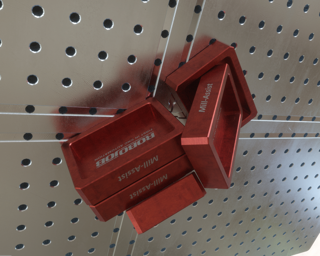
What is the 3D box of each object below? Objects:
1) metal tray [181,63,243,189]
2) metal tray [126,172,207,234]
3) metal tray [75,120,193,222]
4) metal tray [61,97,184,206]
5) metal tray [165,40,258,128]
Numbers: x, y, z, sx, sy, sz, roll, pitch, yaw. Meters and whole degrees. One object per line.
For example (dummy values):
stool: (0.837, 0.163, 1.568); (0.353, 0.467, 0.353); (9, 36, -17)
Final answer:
metal tray: (0.069, -0.004, 0.375); (0.090, 0.030, 0.130); (61, 37, -39)
metal tray: (0.000, 0.092, 0.410); (0.090, 0.130, 0.030); (-28, 87, -10)
metal tray: (-0.031, 0.044, 0.378); (0.131, 0.090, 0.030); (-29, 129, -11)
metal tray: (-0.041, 0.021, 0.360); (0.131, 0.090, 0.030); (-29, 129, -11)
metal tray: (0.075, -0.041, 0.424); (0.090, 0.030, 0.130); (-38, 130, -3)
